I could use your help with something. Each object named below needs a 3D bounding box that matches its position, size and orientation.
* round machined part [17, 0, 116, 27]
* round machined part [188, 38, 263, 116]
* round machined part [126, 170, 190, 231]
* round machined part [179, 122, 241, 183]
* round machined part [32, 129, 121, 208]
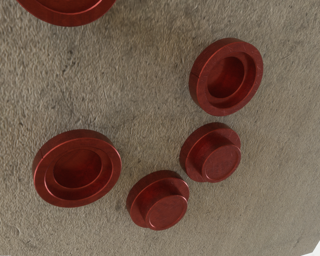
[{"bbox_3d":[-0.083,-0.141,0.263,0.099,0.042,0.097,-14,124,-21],"label":"round machined part"},{"bbox_3d":[0.079,-0.067,0.397,0.099,0.042,0.097,-14,124,-21],"label":"round machined part"},{"bbox_3d":[0.002,0.115,0.468,0.099,0.042,0.097,-14,124,-21],"label":"round machined part"},{"bbox_3d":[0.082,0.044,0.467,0.099,0.042,0.097,-14,124,-21],"label":"round machined part"},{"bbox_3d":[-0.099,0.043,0.368,0.099,0.042,0.097,-14,124,-21],"label":"round machined part"}]
